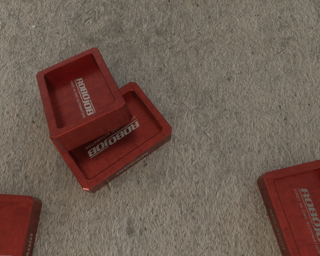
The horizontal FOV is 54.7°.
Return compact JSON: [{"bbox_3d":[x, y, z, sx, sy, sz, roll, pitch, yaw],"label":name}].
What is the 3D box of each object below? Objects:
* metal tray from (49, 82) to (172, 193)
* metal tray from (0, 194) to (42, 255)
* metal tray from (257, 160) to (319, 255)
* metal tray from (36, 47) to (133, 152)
[{"bbox_3d":[-0.061,0.010,0.400,0.131,0.030,0.090,-34,74,-12],"label":"metal tray"},{"bbox_3d":[-0.196,0.142,0.352,0.091,0.030,0.130,4,70,1],"label":"metal tray"},{"bbox_3d":[0.181,0.108,0.366,0.091,0.030,0.130,-13,71,-5],"label":"metal tray"},{"bbox_3d":[-0.099,-0.042,0.391,0.090,0.030,0.130,-26,50,-5],"label":"metal tray"}]
